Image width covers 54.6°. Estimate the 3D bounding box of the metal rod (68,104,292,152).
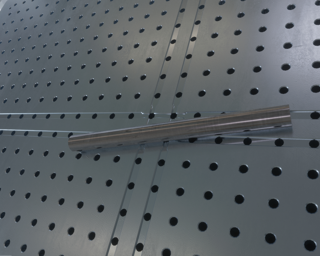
[{"bbox_3d":[0.008,0.005,0.402,0.300,0.025,0.025,-8,58,24],"label":"metal rod"}]
